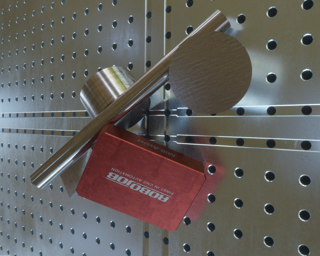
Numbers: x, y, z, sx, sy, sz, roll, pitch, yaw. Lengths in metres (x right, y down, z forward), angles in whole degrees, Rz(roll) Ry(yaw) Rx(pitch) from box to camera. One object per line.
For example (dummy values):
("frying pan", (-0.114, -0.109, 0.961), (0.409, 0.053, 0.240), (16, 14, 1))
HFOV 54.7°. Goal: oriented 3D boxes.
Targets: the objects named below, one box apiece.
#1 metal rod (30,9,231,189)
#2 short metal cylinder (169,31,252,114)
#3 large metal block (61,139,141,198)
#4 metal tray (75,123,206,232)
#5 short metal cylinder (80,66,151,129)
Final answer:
("metal rod", (-0.042, -0.028, 0.372), (0.300, 0.025, 0.025), (-40, 64, 9))
("short metal cylinder", (0.050, -0.058, 0.325), (0.080, 0.050, 0.079), (0, 102, 2))
("large metal block", (-0.085, 0.051, 0.440), (0.080, 0.081, 0.050), (-47, 62, 29))
("metal tray", (-0.023, 0.061, 0.371), (0.131, 0.030, 0.089), (24, 110, -7))
("short metal cylinder", (-0.060, -0.037, 0.420), (0.080, 0.081, 0.050), (-51, 61, 28))
